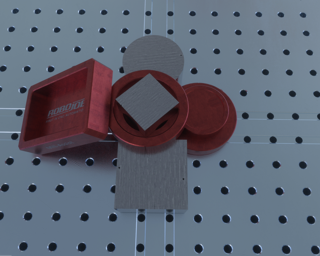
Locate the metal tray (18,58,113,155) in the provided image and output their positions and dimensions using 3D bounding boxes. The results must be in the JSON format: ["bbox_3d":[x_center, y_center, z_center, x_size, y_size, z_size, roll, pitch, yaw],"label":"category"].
[{"bbox_3d":[-0.117,-0.022,0.378,0.130,0.030,0.090,-13,66,34],"label":"metal tray"}]

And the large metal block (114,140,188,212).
[{"bbox_3d":[-0.009,0.059,0.374,0.080,0.050,0.080,1,70,0],"label":"large metal block"}]

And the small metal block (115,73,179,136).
[{"bbox_3d":[-0.014,-0.026,0.355,0.050,0.025,0.050,-40,75,-13],"label":"small metal block"}]

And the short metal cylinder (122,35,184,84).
[{"bbox_3d":[-0.009,-0.079,0.427,0.081,0.050,0.080,0,70,0],"label":"short metal cylinder"}]

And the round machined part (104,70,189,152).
[{"bbox_3d":[-0.016,-0.018,0.378,0.099,0.042,0.098,0,70,0],"label":"round machined part"}]

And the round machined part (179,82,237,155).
[{"bbox_3d":[0.052,-0.017,0.408,0.099,0.042,0.098,0,70,0],"label":"round machined part"}]
